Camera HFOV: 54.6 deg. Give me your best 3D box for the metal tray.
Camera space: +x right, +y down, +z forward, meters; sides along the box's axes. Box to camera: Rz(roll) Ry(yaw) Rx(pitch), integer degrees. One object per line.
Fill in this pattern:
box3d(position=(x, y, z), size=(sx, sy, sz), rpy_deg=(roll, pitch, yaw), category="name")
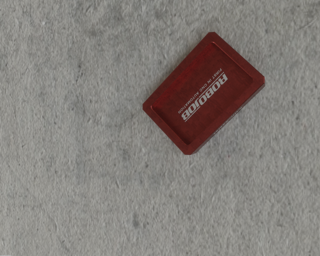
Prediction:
box3d(position=(0.053, -0.041, 0.387), size=(0.130, 0.030, 0.090), rpy_deg=(-46, 76, 14), category="metal tray")
